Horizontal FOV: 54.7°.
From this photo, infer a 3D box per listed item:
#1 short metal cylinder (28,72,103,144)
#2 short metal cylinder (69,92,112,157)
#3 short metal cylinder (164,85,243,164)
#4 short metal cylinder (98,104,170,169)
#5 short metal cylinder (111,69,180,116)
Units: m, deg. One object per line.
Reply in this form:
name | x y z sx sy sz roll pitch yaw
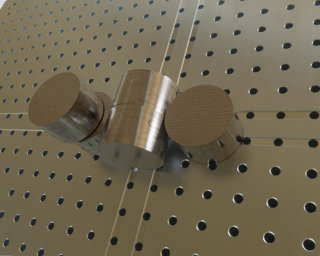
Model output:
short metal cylinder | -0.123 -0.026 0.406 0.080 0.050 0.080 -13 56 21
short metal cylinder | -0.089 -0.005 0.442 0.080 0.050 0.080 -13 56 21
short metal cylinder | 0.052 -0.004 0.366 0.080 0.050 0.080 -13 56 21
short metal cylinder | -0.030 0.013 0.381 0.080 0.080 0.050 -1 62 28
short metal cylinder | -0.019 -0.032 0.403 0.080 0.080 0.050 1 63 29
